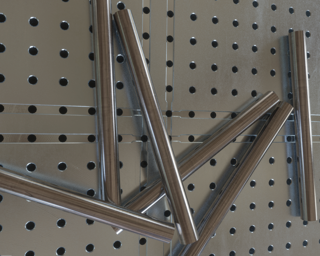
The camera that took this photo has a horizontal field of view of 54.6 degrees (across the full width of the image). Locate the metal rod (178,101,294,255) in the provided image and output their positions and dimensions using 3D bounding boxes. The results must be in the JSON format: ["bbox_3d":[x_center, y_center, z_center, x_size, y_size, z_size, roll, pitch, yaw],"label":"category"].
[{"bbox_3d":[0.109,0.083,0.452,0.025,0.025,0.300,40,77,-16],"label":"metal rod"}]

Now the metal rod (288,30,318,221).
[{"bbox_3d":[0.228,-0.002,0.496,0.025,0.025,0.298,-5,92,-20],"label":"metal rod"}]

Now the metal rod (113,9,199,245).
[{"bbox_3d":[-0.005,-0.002,0.392,0.025,0.025,0.299,-16,89,-19],"label":"metal rod"}]

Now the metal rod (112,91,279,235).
[{"bbox_3d":[0.056,0.039,0.432,0.301,0.025,0.025,-36,102,-16],"label":"metal rod"}]

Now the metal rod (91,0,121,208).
[{"bbox_3d":[-0.068,-0.052,0.387,0.025,0.025,0.298,-3,91,-20],"label":"metal rod"}]

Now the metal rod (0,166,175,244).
[{"bbox_3d":[-0.124,0.076,0.350,0.301,0.025,0.025,22,83,-13],"label":"metal rod"}]
